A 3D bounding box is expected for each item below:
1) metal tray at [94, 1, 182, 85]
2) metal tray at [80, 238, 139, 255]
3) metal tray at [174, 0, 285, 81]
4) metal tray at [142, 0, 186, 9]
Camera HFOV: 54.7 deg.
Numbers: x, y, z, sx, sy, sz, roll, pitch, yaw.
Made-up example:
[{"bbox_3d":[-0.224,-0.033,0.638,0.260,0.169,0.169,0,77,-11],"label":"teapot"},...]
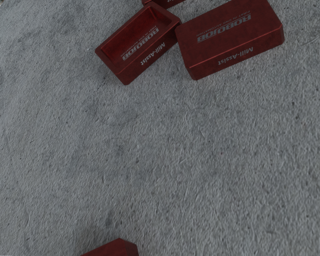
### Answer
[{"bbox_3d":[-0.034,-0.140,0.504,0.130,0.030,0.090,-41,51,-1],"label":"metal tray"},{"bbox_3d":[-0.056,0.192,0.312,0.090,0.030,0.130,-28,52,10],"label":"metal tray"},{"bbox_3d":[0.092,-0.130,0.432,0.130,0.030,0.090,-22,54,15],"label":"metal tray"},{"bbox_3d":[0.029,-0.261,0.545,0.130,0.030,0.090,-19,54,16],"label":"metal tray"}]
